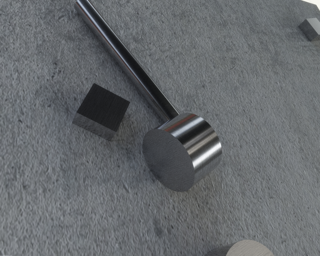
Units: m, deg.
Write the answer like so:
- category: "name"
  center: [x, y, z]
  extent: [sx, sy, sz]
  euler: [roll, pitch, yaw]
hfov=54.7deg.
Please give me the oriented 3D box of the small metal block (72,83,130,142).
- category: "small metal block"
  center: [-0.071, -0.019, 0.378]
  extent: [0.050, 0.025, 0.050]
  euler: [28, 52, -11]

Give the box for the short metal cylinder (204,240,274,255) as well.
- category: "short metal cylinder"
  center: [0.087, 0.167, 0.335]
  extent: [0.081, 0.050, 0.080]
  euler: [14, 56, -21]

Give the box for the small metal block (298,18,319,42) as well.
- category: "small metal block"
  center: [0.375, -0.241, 0.757]
  extent: [0.050, 0.025, 0.050]
  euler: [-18, 71, -35]

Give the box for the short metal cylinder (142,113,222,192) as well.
- category: "short metal cylinder"
  center: [0.025, 0.028, 0.367]
  extent: [0.050, 0.080, 0.080]
  euler: [-29, 78, -38]

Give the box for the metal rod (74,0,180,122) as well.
- category: "metal rod"
  center: [-0.024, -0.065, 0.432]
  extent: [0.025, 0.025, 0.300]
  euler: [-31, 79, -38]
